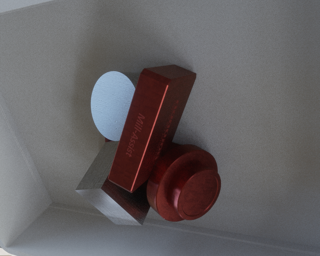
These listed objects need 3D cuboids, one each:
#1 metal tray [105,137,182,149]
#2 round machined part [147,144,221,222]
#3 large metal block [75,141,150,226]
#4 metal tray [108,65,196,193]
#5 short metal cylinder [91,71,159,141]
[{"bbox_3d":[-0.014,0.057,0.443,0.130,0.030,0.089,16,125,18],"label":"metal tray"},{"bbox_3d":[0.036,0.073,0.380,0.042,0.099,0.097,29,136,49],"label":"round machined part"},{"bbox_3d":[-0.049,0.071,0.410,0.050,0.080,0.080,-13,128,39],"label":"large metal block"},{"bbox_3d":[-0.007,-0.003,0.345,0.030,0.090,0.129,26,112,16],"label":"metal tray"},{"bbox_3d":[-0.037,-0.027,0.373,0.080,0.050,0.079,5,99,38],"label":"short metal cylinder"}]
